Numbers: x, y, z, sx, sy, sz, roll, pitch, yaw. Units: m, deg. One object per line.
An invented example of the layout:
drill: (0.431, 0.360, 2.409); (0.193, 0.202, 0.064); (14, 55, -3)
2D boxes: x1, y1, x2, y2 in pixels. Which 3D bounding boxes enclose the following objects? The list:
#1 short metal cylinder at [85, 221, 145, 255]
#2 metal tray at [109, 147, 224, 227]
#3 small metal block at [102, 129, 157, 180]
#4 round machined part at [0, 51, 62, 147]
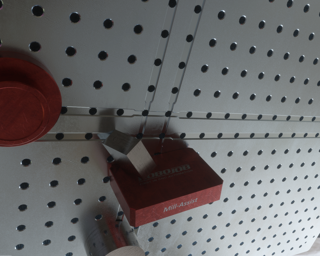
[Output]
short metal cylinder: (-0.070, 0.192, 0.477); (0.081, 0.050, 0.079); (-14, 125, -21)
metal tray: (0.007, 0.074, 0.420); (0.131, 0.090, 0.030); (-11, 124, -23)
small metal block: (-0.039, 0.034, 0.392); (0.025, 0.050, 0.050); (-48, 133, -22)
round machined part: (-0.148, -0.022, 0.306); (0.099, 0.042, 0.097); (-14, 125, -21)
